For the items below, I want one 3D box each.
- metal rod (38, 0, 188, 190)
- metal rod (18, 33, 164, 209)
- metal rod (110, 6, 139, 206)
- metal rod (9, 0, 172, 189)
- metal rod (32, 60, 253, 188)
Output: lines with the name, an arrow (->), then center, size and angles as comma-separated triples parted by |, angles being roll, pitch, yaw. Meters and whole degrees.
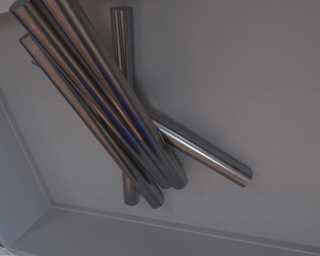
metal rod -> -0.028, -0.017, 0.327 | 0.025, 0.025, 0.299 | 0, 142, 28
metal rod -> -0.069, 0.010, 0.399 | 0.025, 0.025, 0.299 | -7, 131, 31
metal rod -> -0.045, -0.008, 0.427 | 0.025, 0.025, 0.298 | 14, 124, 20
metal rod -> -0.050, -0.011, 0.350 | 0.025, 0.025, 0.300 | -2, 142, 29
metal rod -> -0.019, -0.012, 0.385 | 0.301, 0.025, 0.025 | 31, 129, -2
